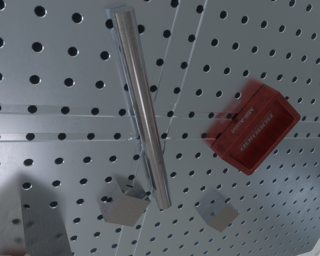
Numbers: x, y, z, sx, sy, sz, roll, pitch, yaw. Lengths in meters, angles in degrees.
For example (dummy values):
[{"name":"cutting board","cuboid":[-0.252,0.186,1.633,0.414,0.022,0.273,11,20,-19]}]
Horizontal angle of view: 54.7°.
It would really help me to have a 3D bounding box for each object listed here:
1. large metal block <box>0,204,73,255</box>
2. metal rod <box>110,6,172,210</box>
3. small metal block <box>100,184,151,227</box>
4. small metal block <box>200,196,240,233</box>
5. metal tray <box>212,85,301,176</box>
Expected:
[{"name":"large metal block","cuboid":[-0.157,0.154,0.385,0.050,0.080,0.080,-41,129,0]},{"name":"metal rod","cuboid":[-0.016,-0.001,0.401,0.025,0.025,0.298,-22,127,-15]},{"name":"small metal block","cuboid":[-0.050,0.114,0.454,0.050,0.025,0.050,25,105,-37]},{"name":"small metal block","cuboid":[0.111,0.159,0.570,0.050,0.025,0.050,-47,129,5]},{"name":"metal tray","cuboid":[0.155,0.007,0.496,0.090,0.030,0.130,32,100,-38]}]
